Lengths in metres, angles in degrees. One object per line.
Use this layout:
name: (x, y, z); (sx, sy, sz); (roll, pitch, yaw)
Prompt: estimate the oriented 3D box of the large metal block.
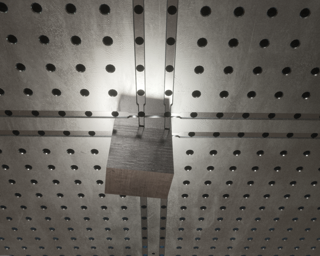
large metal block: (-0.027, 0.043, 0.412); (0.081, 0.080, 0.050); (7, 130, -6)
